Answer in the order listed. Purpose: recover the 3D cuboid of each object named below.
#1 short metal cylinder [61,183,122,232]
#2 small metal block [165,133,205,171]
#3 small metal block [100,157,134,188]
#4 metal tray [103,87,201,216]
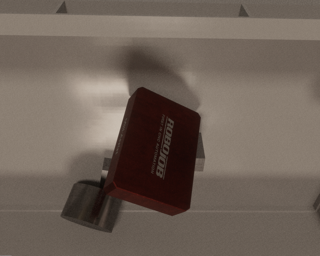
[{"bbox_3d":[-0.104,0.123,0.476,0.080,0.050,0.080,14,154,7],"label":"short metal cylinder"},{"bbox_3d":[0.032,0.032,0.420,0.050,0.050,0.025,1,130,-1],"label":"small metal block"},{"bbox_3d":[-0.064,0.075,0.472,0.050,0.025,0.050,10,130,-9],"label":"small metal block"},{"bbox_3d":[-0.004,0.025,0.360,0.091,0.130,0.030,24,146,-19],"label":"metal tray"}]
